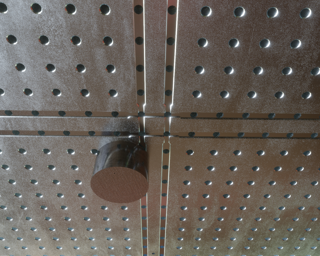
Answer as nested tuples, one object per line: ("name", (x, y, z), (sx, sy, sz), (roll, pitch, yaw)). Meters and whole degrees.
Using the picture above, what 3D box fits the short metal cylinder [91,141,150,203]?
("short metal cylinder", (-0.056, 0.065, 0.450), (0.081, 0.050, 0.079), (0, 130, 0))
